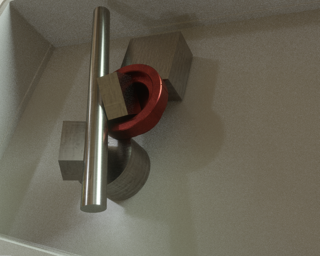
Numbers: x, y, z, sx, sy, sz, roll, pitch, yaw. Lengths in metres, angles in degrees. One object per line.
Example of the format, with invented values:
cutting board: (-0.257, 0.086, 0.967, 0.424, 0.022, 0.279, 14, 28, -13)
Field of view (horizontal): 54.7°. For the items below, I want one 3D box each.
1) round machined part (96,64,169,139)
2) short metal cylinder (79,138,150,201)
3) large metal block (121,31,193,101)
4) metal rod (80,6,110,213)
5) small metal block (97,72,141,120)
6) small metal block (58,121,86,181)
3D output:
round machined part: (-0.034, -0.029, 0.390, 0.098, 0.042, 0.098, -13, 56, 20)
short metal cylinder: (-0.059, 0.045, 0.390, 0.080, 0.050, 0.080, -13, 56, 20)
large metal block: (-0.006, -0.085, 0.440, 0.080, 0.050, 0.080, 0, 62, 28)
metal rod: (-0.076, -0.047, 0.381, 0.025, 0.025, 0.299, -17, 55, 18)
small metal block: (-0.047, -0.038, 0.373, 0.025, 0.050, 0.050, -15, 90, 16)
small metal block: (-0.098, 0.027, 0.354, 0.025, 0.050, 0.050, 2, 56, -10)
